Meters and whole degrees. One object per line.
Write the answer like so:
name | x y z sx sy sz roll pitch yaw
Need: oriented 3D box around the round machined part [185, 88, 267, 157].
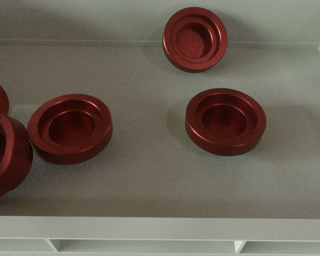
round machined part | 0.081 -0.003 0.398 0.099 0.042 0.098 0 50 0

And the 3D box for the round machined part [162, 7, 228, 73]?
round machined part | 0.052 -0.134 0.487 0.099 0.042 0.097 0 87 -6

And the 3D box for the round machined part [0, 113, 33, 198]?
round machined part | -0.183 0.034 0.345 0.098 0.042 0.098 -9 66 22

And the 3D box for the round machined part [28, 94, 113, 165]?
round machined part | -0.108 0.006 0.388 0.099 0.042 0.098 0 50 0

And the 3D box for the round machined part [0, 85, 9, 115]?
round machined part | -0.250 -0.025 0.393 0.099 0.042 0.098 22 49 -27
